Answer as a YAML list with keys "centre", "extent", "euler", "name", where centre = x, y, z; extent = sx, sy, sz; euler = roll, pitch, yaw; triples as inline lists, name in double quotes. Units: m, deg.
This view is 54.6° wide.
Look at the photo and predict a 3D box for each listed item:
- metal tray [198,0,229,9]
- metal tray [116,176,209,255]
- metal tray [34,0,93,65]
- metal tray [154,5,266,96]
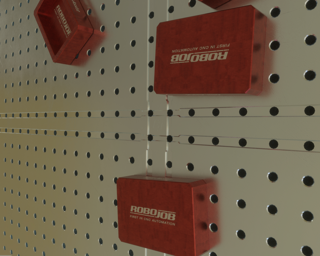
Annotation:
- centre: [0.074, -0.215, 0.345]
  extent: [0.090, 0.030, 0.129]
  euler: [-16, 80, 39]
  name: "metal tray"
- centre: [-0.001, 0.111, 0.408]
  extent: [0.130, 0.030, 0.090]
  euler: [-4, 88, 40]
  name: "metal tray"
- centre: [-0.175, -0.190, 0.552]
  extent: [0.090, 0.030, 0.130]
  euler: [-41, 65, 32]
  name: "metal tray"
- centre: [0.053, -0.084, 0.363]
  extent: [0.130, 0.030, 0.090]
  euler: [5, 93, 40]
  name: "metal tray"
